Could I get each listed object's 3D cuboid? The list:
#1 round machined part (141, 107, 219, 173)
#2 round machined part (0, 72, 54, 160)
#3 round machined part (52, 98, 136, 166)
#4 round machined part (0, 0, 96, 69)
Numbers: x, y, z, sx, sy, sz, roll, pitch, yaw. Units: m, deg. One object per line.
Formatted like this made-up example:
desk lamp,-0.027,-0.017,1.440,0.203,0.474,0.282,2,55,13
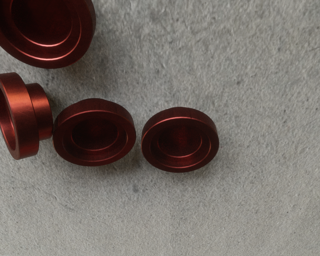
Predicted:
round machined part,0.025,0.011,0.406,0.099,0.042,0.097,-1,130,0
round machined part,-0.156,-0.016,0.357,0.042,0.098,0.097,-16,140,-35
round machined part,-0.082,0.001,0.387,0.099,0.042,0.097,-9,136,-8
round machined part,-0.112,-0.111,0.300,0.099,0.042,0.097,-1,130,0
